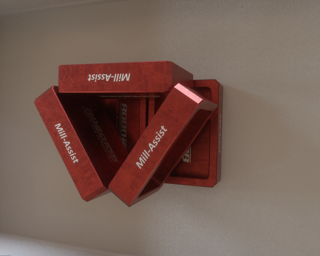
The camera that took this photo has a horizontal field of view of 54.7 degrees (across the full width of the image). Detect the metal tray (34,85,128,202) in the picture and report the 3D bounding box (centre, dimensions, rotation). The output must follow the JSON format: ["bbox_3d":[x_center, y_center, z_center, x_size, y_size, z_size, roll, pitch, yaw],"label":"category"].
[{"bbox_3d":[-0.083,0.015,0.371,0.030,0.090,0.130,-33,80,18],"label":"metal tray"}]

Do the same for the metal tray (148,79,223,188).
[{"bbox_3d":[0.031,0.006,0.396,0.090,0.030,0.129,1,90,20],"label":"metal tray"}]

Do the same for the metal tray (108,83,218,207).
[{"bbox_3d":[0.007,0.018,0.339,0.030,0.090,0.129,37,102,16],"label":"metal tray"}]

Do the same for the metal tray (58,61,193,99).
[{"bbox_3d":[-0.036,-0.051,0.354,0.130,0.090,0.030,2,91,20],"label":"metal tray"}]

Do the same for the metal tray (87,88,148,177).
[{"bbox_3d":[-0.055,0.003,0.427,0.090,0.030,0.129,1,89,20],"label":"metal tray"}]
